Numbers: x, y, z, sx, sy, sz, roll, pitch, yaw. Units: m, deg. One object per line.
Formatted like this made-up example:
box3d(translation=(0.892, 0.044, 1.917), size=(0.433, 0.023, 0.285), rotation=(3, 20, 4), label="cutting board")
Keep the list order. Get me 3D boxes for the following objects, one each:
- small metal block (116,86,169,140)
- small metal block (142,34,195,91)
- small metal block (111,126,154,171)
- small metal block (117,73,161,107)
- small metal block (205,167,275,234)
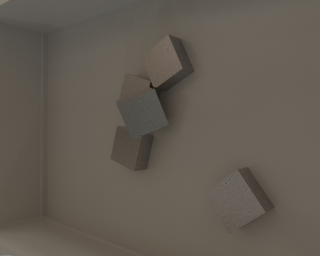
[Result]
box3d(translation=(-0.023, -0.020, 0.396), size=(0.050, 0.025, 0.050), rotation=(-23, 107, -3), label="small metal block")
box3d(translation=(0.009, -0.083, 0.399), size=(0.050, 0.025, 0.050), rotation=(-32, 70, 35), label="small metal block")
box3d(translation=(-0.040, 0.028, 0.440), size=(0.050, 0.025, 0.050), rotation=(21, 103, 38), label="small metal block")
box3d(translation=(-0.028, -0.045, 0.430), size=(0.050, 0.025, 0.050), rotation=(24, 105, 37), label="small metal block")
box3d(translation=(0.085, 0.078, 0.336), size=(0.050, 0.025, 0.050), rotation=(-44, 64, 31), label="small metal block")
